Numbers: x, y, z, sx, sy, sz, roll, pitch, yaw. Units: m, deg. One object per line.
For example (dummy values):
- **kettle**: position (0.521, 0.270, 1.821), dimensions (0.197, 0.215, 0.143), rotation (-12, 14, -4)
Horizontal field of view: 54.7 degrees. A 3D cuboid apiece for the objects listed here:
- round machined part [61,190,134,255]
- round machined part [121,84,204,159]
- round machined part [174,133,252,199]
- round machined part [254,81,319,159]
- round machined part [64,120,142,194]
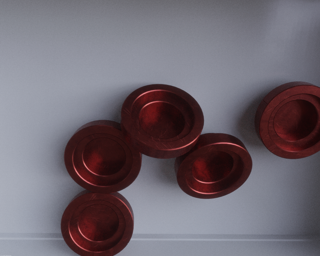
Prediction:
- **round machined part**: position (-0.086, 0.131, 0.442), dimensions (0.099, 0.042, 0.097), rotation (-1, 98, -4)
- **round machined part**: position (0.001, -0.004, 0.381), dimensions (0.099, 0.098, 0.042), rotation (8, 144, -4)
- **round machined part**: position (0.067, 0.045, 0.411), dimensions (0.099, 0.042, 0.097), rotation (-5, 126, -6)
- **round machined part**: position (0.171, -0.013, 0.400), dimensions (0.099, 0.042, 0.097), rotation (0, 110, -1)
- **round machined part**: position (-0.073, 0.035, 0.414), dimensions (0.099, 0.042, 0.097), rotation (0, 110, -1)
